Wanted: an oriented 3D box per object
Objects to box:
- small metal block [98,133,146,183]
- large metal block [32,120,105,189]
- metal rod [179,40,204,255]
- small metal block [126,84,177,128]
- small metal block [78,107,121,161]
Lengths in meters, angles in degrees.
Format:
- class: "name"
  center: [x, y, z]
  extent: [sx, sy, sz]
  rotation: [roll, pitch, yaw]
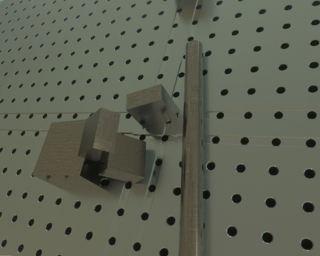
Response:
- class: "small metal block"
  center: [-0.046, 0.037, 0.389]
  extent: [0.025, 0.050, 0.050]
  rotation: [-37, 42, 46]
- class: "large metal block"
  center: [-0.116, 0.037, 0.429]
  extent: [0.080, 0.050, 0.080]
  rotation: [-4, 60, 26]
- class: "metal rod"
  center: [0.040, 0.010, 0.379]
  extent: [0.025, 0.025, 0.299]
  rotation: [-9, 57, 23]
- class: "small metal block"
  center: [-0.010, -0.028, 0.413]
  extent: [0.050, 0.050, 0.025]
  rotation: [-15, 56, 19]
- class: "small metal block"
  center: [-0.074, 0.009, 0.376]
  extent: [0.050, 0.025, 0.050]
  rotation: [-26, 51, 52]
